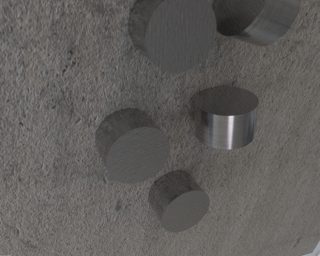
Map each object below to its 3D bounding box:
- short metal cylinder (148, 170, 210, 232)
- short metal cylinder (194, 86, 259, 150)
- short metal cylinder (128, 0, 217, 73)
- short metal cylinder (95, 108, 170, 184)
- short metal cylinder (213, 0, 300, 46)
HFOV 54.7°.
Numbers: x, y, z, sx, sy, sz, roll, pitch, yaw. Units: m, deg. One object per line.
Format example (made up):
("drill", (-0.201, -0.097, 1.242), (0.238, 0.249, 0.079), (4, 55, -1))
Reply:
("short metal cylinder", (0.028, 0.112, 0.475), (0.081, 0.050, 0.079), (-14, 124, -21))
("short metal cylinder", (0.086, -0.016, 0.408), (0.081, 0.080, 0.050), (-17, 125, -19))
("short metal cylinder", (0.012, -0.106, 0.332), (0.081, 0.050, 0.079), (-14, 124, -21))
("short metal cylinder", (-0.035, 0.022, 0.385), (0.081, 0.050, 0.079), (-14, 124, -21))
("short metal cylinder", (0.104, -0.136, 0.344), (0.050, 0.080, 0.079), (6, 116, -31))
